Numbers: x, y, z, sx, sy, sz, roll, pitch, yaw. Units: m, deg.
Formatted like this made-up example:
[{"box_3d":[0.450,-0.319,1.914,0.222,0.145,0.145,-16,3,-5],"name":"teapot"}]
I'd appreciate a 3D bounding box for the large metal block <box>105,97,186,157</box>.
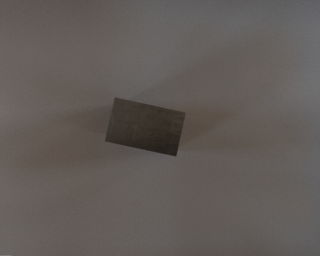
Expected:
[{"box_3d":[-0.016,-0.001,0.381,0.080,0.080,0.050,12,90,-1],"name":"large metal block"}]
